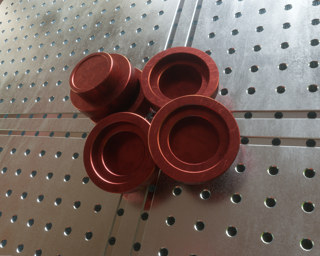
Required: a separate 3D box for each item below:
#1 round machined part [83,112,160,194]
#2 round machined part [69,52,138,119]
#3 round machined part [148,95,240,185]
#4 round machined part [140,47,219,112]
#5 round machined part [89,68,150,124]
[{"bbox_3d":[-0.042,0.033,0.386,0.098,0.042,0.098,-4,75,16],"label":"round machined part"},{"bbox_3d":[-0.084,-0.065,0.425,0.098,0.042,0.098,-13,56,20],"label":"round machined part"},{"bbox_3d":[0.038,0.015,0.352,0.099,0.042,0.098,-2,74,6],"label":"round machined part"},{"bbox_3d":[0.027,-0.055,0.404,0.099,0.042,0.098,-4,63,8],"label":"round machined part"},{"bbox_3d":[-0.052,-0.036,0.445,0.098,0.042,0.098,-13,56,20],"label":"round machined part"}]
